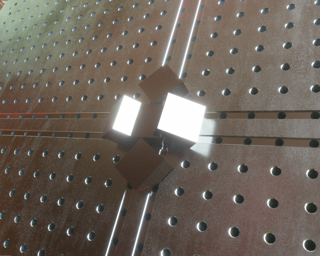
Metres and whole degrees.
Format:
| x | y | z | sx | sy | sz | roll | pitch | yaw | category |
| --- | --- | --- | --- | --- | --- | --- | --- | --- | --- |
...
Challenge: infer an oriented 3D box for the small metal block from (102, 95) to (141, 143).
| x | y | z | sx | sy | sz | roll | pitch | yaw | category |
| --- | --- | --- | --- | --- | --- | --- | --- | --- | --- |
| -0.054 | -0.011 | 0.428 | 0.050 | 0.025 | 0.050 | -29 | 41 | 59 | small metal block |

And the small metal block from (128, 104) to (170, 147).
| x | y | z | sx | sy | sz | roll | pitch | yaw | category |
| --- | --- | --- | --- | --- | --- | --- | --- | --- | --- |
| -0.009 | -0.004 | 0.415 | 0.050 | 0.025 | 0.050 | 2 | 62 | 29 | small metal block |

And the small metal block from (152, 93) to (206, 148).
| x | y | z | sx | sy | sz | roll | pitch | yaw | category |
| --- | --- | --- | --- | --- | --- | --- | --- | --- | --- |
| 0.024 | -0.009 | 0.384 | 0.050 | 0.025 | 0.050 | 20 | 66 | -8 | small metal block |

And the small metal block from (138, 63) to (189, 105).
| x | y | z | sx | sy | sz | roll | pitch | yaw | category |
| --- | --- | --- | --- | --- | --- | --- | --- | --- | --- |
| 0.005 | -0.057 | 0.441 | 0.050 | 0.025 | 0.050 | -37 | 50 | 2 | small metal block |

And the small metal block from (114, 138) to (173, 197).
| x | y | z | sx | sy | sz | roll | pitch | yaw | category |
| --- | --- | --- | --- | --- | --- | --- | --- | --- | --- |
| -0.021 | 0.049 | 0.389 | 0.050 | 0.025 | 0.050 | -47 | 50 | -4 | small metal block |
